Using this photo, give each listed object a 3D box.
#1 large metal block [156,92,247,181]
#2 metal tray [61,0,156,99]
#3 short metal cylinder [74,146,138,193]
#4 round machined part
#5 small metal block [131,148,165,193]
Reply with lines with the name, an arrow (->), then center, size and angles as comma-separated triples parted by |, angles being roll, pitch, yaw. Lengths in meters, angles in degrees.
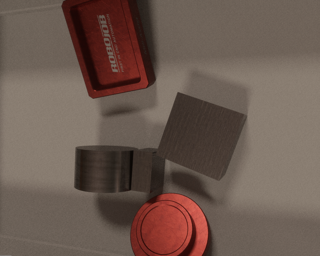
large metal block -> 0.052, 0.008, 0.378 | 0.080, 0.050, 0.080 | 21, 97, 18
metal tray -> -0.066, -0.111, 0.409 | 0.090, 0.030, 0.129 | -9, 106, 19
short metal cylinder -> -0.070, 0.051, 0.405 | 0.080, 0.080, 0.050 | 3, 91, 19
round machined part -> 0.010, 0.126, 0.376 | 0.098, 0.042, 0.098 | -7, 60, 13
small metal block -> -0.014, 0.053, 0.401 | 0.025, 0.050, 0.050 | 4, 92, 20
